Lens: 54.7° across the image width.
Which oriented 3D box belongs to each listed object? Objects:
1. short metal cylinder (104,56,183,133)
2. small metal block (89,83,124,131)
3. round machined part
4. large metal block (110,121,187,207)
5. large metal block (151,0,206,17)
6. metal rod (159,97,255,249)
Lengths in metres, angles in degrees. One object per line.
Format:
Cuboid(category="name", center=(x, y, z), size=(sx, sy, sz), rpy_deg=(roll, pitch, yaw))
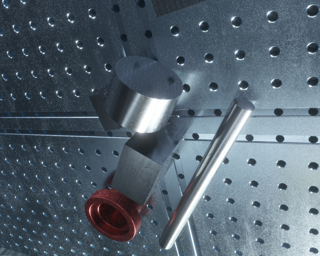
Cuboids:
Cuboid(category="short metal cylinder", center=(-0.020, -0.040, 0.361), size=(0.080, 0.080, 0.050), rpy_deg=(32, 129, 7))
Cuboid(category="small metal block", center=(-0.059, -0.031, 0.407), size=(0.025, 0.050, 0.050), rpy_deg=(-8, 114, 32))
Cuboid(category="round machined part", center=(-0.075, 0.142, 0.528), size=(0.098, 0.042, 0.097), rpy_deg=(13, 124, 21))
Cuboid(category="large metal block", center=(-0.015, 0.041, 0.409), size=(0.050, 0.080, 0.079), rpy_deg=(29, 128, 9))
Cuboid(category="large metal block", center=(0.028, -0.157, 0.283), size=(0.080, 0.050, 0.080), rpy_deg=(-7, 115, 31))
Cuboid(category="metal rod", center=(0.052, 0.084, 0.435), size=(0.025, 0.025, 0.298), rpy_deg=(29, 128, 10))
